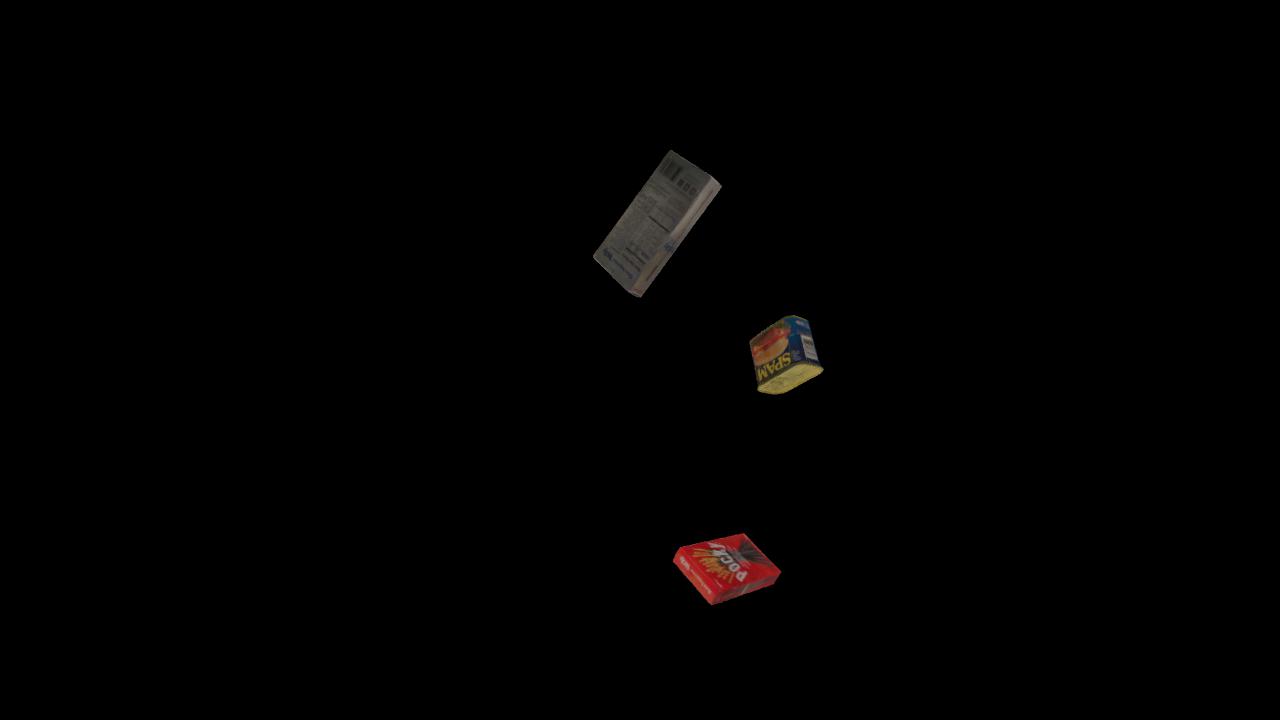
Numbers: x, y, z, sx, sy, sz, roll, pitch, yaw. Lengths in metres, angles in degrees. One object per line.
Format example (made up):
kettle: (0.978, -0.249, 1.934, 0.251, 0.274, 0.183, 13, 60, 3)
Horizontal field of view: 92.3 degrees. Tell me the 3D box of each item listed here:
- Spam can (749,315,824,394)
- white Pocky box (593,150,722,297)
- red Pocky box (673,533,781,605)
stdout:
Spam can: (0.217, -0.007, 0.929, 0.058, 0.085, 0.101, 13, -32, -32)
white Pocky box: (0.017, -0.155, 0.700, 0.028, 0.154, 0.084, 22, 20, -50)
red Pocky box: (0.123, 0.286, 0.852, 0.155, 0.028, 0.083, 7, 28, -47)
